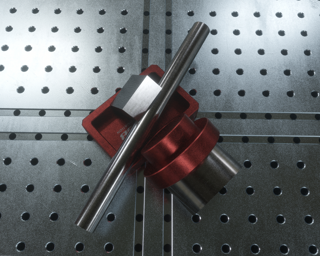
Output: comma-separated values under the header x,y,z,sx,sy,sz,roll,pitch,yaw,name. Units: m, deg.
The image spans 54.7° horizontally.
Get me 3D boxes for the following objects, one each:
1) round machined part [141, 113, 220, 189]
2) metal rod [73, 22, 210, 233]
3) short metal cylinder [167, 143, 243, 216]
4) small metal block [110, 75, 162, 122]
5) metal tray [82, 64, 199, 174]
x,y,z,sx,sy,sz,roll,pitch,yaw,name
0.017,0.020,0.355,0.098,0.098,0.042,-44,98,-15,round machined part
-0.013,-0.015,0.385,0.025,0.025,0.300,27,72,9,metal rod
0.049,0.056,0.361,0.080,0.080,0.050,-42,76,-14,short metal cylinder
-0.031,-0.039,0.389,0.025,0.050,0.050,39,82,-27,small metal block
-0.024,-0.013,0.413,0.130,0.030,0.090,-41,76,-14,metal tray
